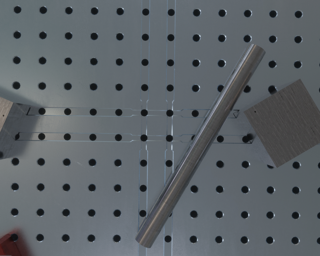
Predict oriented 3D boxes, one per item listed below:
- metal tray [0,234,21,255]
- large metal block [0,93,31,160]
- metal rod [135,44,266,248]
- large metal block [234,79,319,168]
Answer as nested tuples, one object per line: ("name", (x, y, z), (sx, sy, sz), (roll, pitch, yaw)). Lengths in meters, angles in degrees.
("metal tray", (-0.218, 0.221, 0.409), (0.090, 0.030, 0.129), (-25, 90, 0))
("large metal block", (-0.230, -0.011, 0.399), (0.080, 0.050, 0.080), (24, 90, 0))
("metal rod", (0.054, 0.023, 0.413), (0.025, 0.025, 0.299), (31, 90, 0))
("large metal block", (0.157, -0.006, 0.402), (0.080, 0.050, 0.080), (-31, 90, 0))
